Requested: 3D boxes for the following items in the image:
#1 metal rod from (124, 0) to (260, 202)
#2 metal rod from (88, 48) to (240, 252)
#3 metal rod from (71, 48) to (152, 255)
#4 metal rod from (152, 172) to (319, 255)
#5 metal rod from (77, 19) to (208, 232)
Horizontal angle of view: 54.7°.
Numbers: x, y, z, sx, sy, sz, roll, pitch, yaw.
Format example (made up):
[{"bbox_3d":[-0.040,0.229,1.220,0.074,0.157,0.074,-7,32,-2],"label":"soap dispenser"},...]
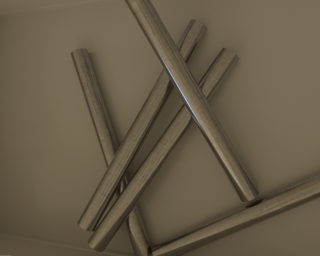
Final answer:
[{"bbox_3d":[0.032,-0.046,0.358,0.025,0.025,0.299,-29,96,18],"label":"metal rod"},{"bbox_3d":[0.002,0.031,0.392,0.025,0.025,0.299,36,95,16],"label":"metal rod"},{"bbox_3d":[-0.069,0.030,0.434,0.025,0.025,0.299,-21,83,19],"label":"metal rod"},{"bbox_3d":[0.121,0.097,0.367,0.300,0.025,0.025,-30,80,17],"label":"metal rod"},{"bbox_3d":[-0.024,-0.001,0.401,0.025,0.025,0.299,30,93,17],"label":"metal rod"}]
